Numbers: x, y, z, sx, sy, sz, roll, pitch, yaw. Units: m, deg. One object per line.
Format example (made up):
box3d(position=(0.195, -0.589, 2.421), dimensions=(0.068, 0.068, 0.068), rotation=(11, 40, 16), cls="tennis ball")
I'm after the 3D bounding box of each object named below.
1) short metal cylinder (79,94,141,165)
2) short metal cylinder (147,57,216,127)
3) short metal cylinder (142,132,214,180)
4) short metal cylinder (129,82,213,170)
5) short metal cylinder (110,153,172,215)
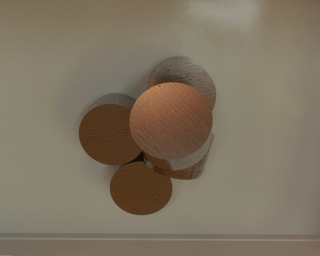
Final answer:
box3d(position=(-0.057, 0.001, 0.395), dimensions=(0.081, 0.050, 0.079), rotation=(0, 110, -1), cls="short metal cylinder")
box3d(position=(0.025, -0.044, 0.380), dimensions=(0.081, 0.050, 0.079), rotation=(0, 110, -1), cls="short metal cylinder")
box3d(position=(0.022, 0.022, 0.390), dimensions=(0.081, 0.080, 0.050), rotation=(13, 110, -5), cls="short metal cylinder")
box3d(position=(0.013, 0.000, 0.322), dimensions=(0.080, 0.050, 0.080), rotation=(-2, 70, 6), cls="short metal cylinder")
box3d(position=(-0.024, 0.070, 0.421), dimensions=(0.081, 0.050, 0.079), rotation=(0, 110, -1), cls="short metal cylinder")
